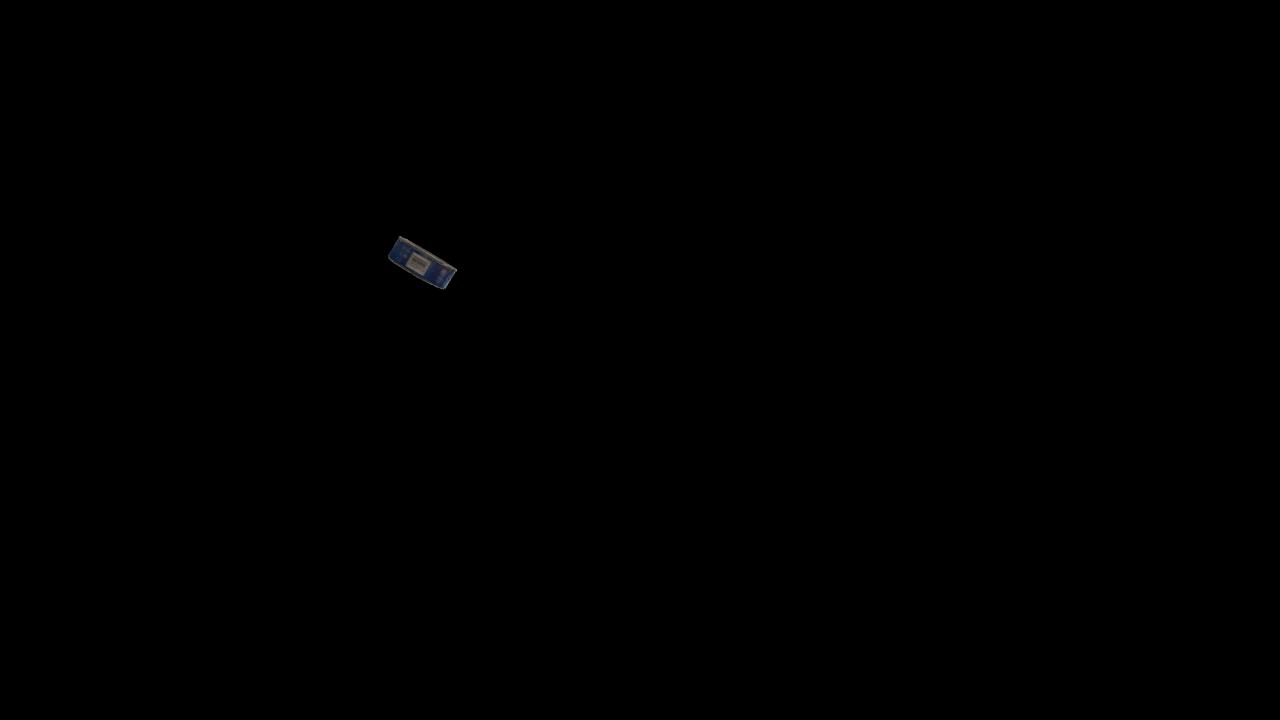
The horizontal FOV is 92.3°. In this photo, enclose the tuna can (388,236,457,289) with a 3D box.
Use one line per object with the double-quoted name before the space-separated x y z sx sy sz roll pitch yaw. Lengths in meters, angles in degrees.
"tuna can" -0.288 -0.128 0.816 0.084 0.034 0.084 31 0 0
